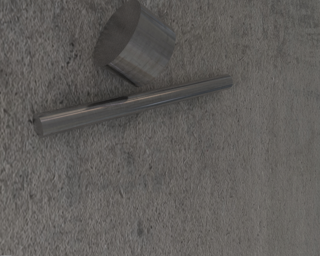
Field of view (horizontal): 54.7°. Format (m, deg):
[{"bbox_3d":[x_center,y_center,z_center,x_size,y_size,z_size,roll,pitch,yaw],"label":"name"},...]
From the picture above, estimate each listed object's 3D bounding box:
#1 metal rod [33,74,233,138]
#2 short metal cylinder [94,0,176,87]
[{"bbox_3d":[-0.007,-0.038,0.398,0.302,0.025,0.025,-18,101,-39],"label":"metal rod"},{"bbox_3d":[-0.029,-0.092,0.344,0.050,0.080,0.080,27,73,-37],"label":"short metal cylinder"}]
